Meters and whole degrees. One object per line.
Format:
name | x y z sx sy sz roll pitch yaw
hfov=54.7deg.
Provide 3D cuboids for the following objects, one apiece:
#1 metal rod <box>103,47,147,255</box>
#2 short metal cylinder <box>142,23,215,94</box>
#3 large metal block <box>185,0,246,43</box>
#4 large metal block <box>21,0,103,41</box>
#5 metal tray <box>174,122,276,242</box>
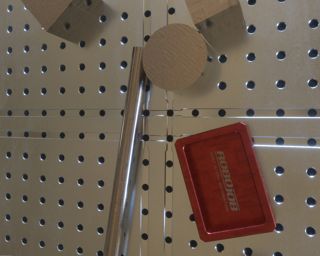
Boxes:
metal rod | -0.046 0.040 0.428 0.025 0.025 0.298 10 93 19
short metal cylinder | 0.025 -0.084 0.390 0.080 0.050 0.080 0 90 20
large metal block | 0.059 -0.156 0.362 0.050 0.080 0.080 -22 83 19
large metal block | -0.145 -0.189 0.451 0.080 0.050 0.080 -43 77 15
metal tray | 0.079 0.066 0.381 0.090 0.030 0.129 -17 84 19
